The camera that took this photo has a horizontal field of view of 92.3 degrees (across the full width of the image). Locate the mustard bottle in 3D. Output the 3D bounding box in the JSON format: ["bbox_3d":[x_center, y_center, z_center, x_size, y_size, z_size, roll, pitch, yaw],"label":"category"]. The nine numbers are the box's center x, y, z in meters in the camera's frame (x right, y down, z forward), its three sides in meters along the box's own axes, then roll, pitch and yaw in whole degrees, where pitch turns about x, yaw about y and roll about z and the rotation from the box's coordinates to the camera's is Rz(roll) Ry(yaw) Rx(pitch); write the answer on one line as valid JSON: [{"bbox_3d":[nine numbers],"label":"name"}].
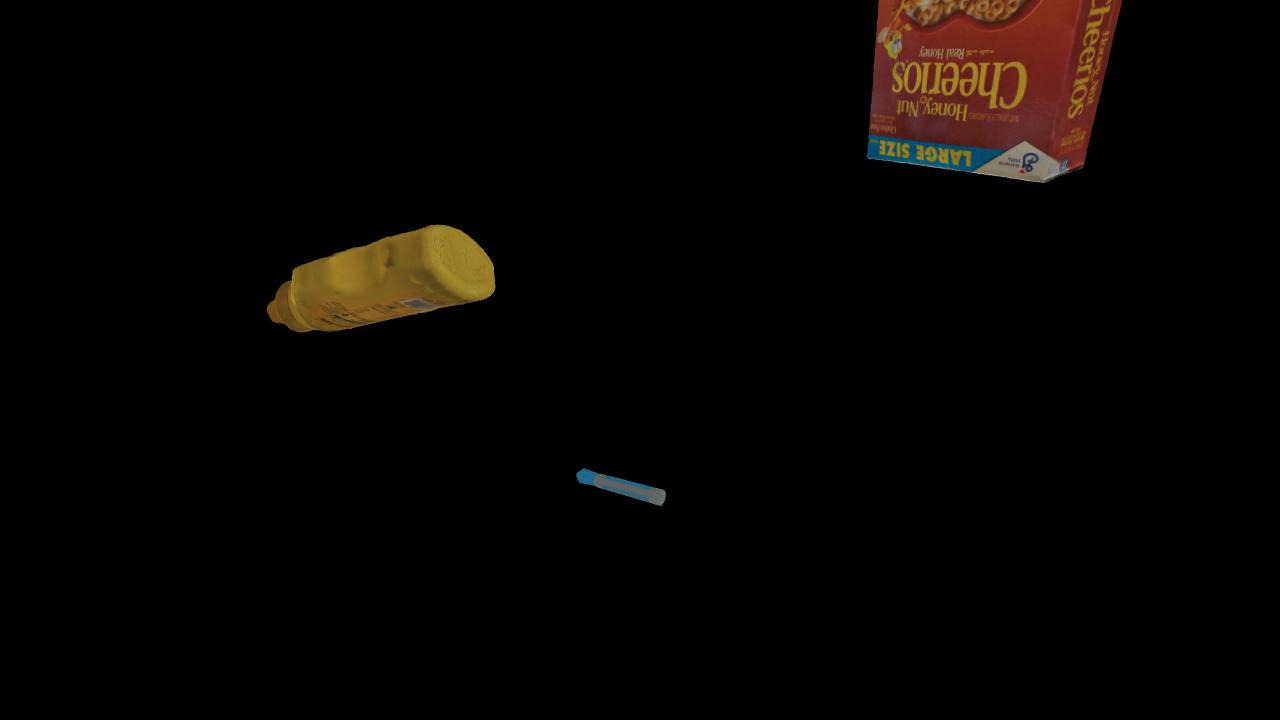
[{"bbox_3d":[-0.214,-0.055,0.479,0.184,0.054,0.092,-11,-4,17],"label":"mustard bottle"}]

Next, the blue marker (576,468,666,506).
[{"bbox_3d":[-0.026,0.152,0.743,0.121,0.020,0.020,9,4,30],"label":"blue marker"}]

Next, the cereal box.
[{"bbox_3d":[0.324,-0.334,0.571,0.081,0.306,0.203,-21,33,-24],"label":"cereal box"}]
